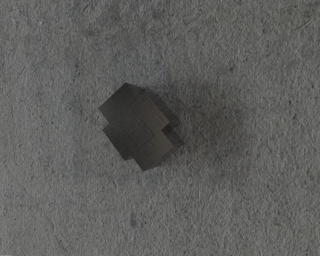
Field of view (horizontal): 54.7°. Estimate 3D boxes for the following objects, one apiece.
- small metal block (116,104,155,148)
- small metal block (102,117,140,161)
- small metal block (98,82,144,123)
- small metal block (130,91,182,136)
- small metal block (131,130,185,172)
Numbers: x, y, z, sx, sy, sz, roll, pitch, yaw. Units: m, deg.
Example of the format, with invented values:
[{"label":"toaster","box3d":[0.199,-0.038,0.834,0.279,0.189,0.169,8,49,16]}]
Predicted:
[{"label":"small metal block","box3d":[-0.023,-0.002,0.403,0.025,0.050,0.050,-42,77,15]},{"label":"small metal block","box3d":[-0.041,0.014,0.410,0.025,0.050,0.050,-42,77,15]},{"label":"small metal block","box3d":[-0.045,-0.031,0.411,0.050,0.050,0.025,-41,78,15]},{"label":"small metal block","box3d":[-0.004,-0.018,0.397,0.025,0.050,0.050,-42,77,15]},{"label":"small metal block","box3d":[-0.001,0.028,0.396,0.050,0.050,0.025,-41,78,15]}]
